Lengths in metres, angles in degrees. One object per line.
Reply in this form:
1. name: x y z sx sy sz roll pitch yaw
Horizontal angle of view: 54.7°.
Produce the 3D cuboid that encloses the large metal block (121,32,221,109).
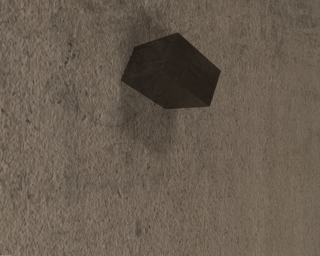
1. large metal block: 0.013 -0.065 0.382 0.080 0.080 0.050 31 71 -36
